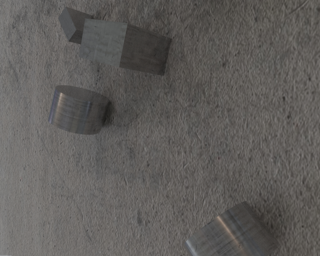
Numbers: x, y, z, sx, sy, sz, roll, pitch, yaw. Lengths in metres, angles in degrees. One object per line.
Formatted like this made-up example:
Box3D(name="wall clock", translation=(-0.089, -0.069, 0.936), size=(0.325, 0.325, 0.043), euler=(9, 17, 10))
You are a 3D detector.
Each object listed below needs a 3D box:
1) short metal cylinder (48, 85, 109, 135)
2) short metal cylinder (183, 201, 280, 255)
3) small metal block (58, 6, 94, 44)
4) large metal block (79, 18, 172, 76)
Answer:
Box3D(name="short metal cylinder", translation=(-0.123, -0.029, 0.471), size=(0.080, 0.081, 0.050), euler=(29, 108, 36))
Box3D(name="short metal cylinder", translation=(0.071, 0.118, 0.311), size=(0.080, 0.081, 0.050), euler=(-50, 61, 28))
Box3D(name="small metal block", translation=(-0.126, -0.159, 0.493), size=(0.025, 0.050, 0.050), euler=(-41, 65, 32))
Box3D(name="large metal block", translation=(-0.045, -0.105, 0.407), size=(0.080, 0.081, 0.050), euler=(21, 103, 38))
